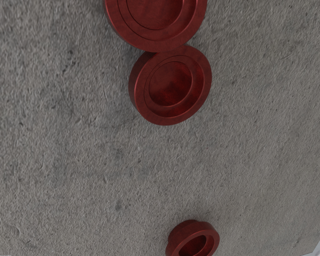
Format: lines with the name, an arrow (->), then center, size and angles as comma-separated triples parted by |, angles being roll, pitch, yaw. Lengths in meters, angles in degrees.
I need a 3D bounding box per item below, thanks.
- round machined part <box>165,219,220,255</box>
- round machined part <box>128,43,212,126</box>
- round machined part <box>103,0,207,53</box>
round machined part -> 0.053, 0.202, 0.550 | 0.099, 0.042, 0.097 | -14, 124, -21
round machined part -> 0.008, -0.055, 0.366 | 0.099, 0.042, 0.097 | -14, 124, -21
round machined part -> -0.007, -0.126, 0.304 | 0.099, 0.042, 0.097 | -5, 109, -15
